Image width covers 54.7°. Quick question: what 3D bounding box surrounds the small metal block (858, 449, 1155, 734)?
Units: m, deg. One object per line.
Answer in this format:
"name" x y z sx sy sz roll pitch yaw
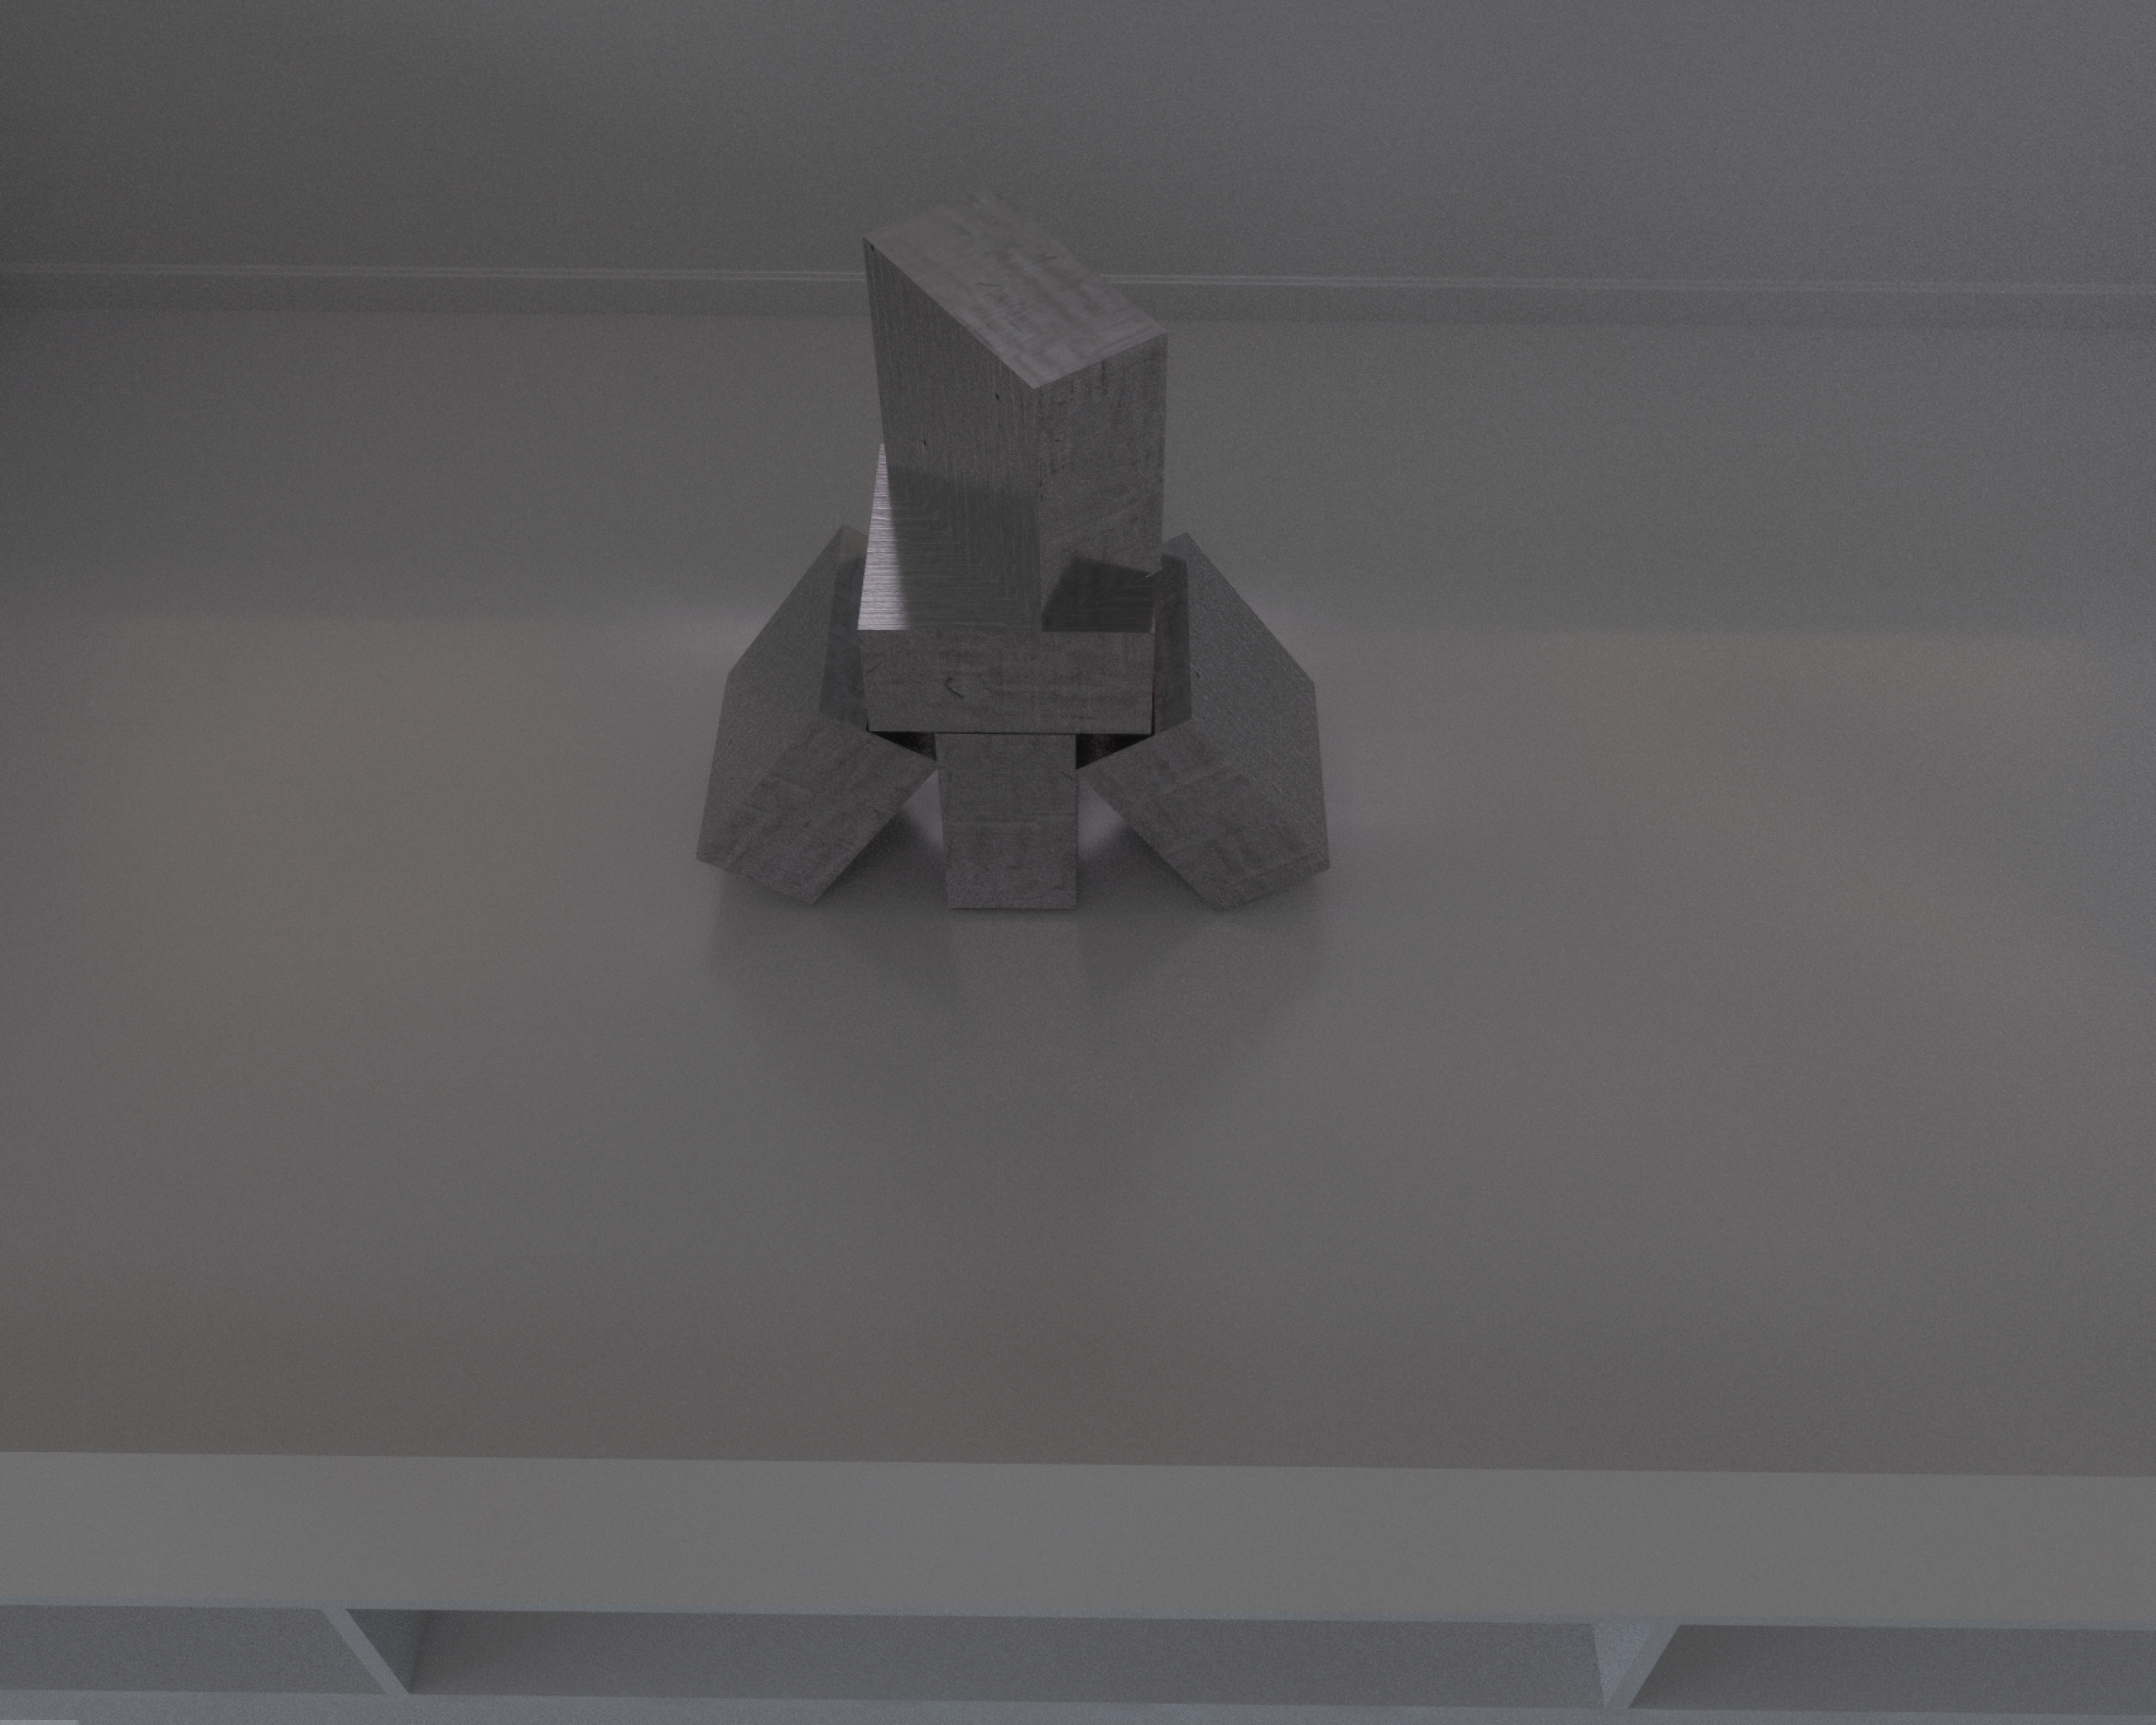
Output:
"small metal block" -0.012 -0.050 0.379 0.050 0.025 0.050 1 50 0

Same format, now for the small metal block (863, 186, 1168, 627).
"small metal block" -0.010 -0.077 0.353 0.025 0.050 0.050 -29 56 -21

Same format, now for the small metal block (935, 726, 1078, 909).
"small metal block" -0.013 -0.026 0.408 0.025 0.050 0.050 1 50 1

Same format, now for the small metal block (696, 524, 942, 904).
"small metal block" -0.049 -0.028 0.406 0.025 0.050 0.050 24 45 -25

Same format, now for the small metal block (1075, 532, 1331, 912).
"small metal block" 0.024 -0.027 0.406 0.025 0.050 0.050 -23 44 26
